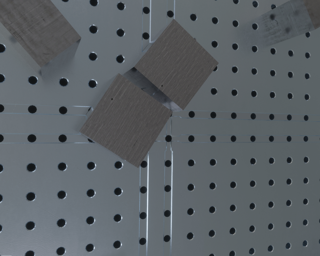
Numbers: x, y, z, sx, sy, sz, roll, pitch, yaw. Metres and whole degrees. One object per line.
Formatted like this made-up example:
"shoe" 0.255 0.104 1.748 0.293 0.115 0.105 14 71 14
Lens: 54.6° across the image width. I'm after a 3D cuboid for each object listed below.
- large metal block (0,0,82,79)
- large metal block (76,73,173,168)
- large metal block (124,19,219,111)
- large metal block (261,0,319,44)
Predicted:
"large metal block" -0.135 -0.105 0.333 0.050 0.080 0.080 -43 104 -15
"large metal block" -0.045 -0.008 0.383 0.080 0.050 0.080 35 79 -17
"large metal block" 0.014 -0.078 0.404 0.080 0.050 0.080 40 77 -16
"large metal block" 0.217 -0.174 0.462 0.080 0.080 0.050 -31 100 -17
